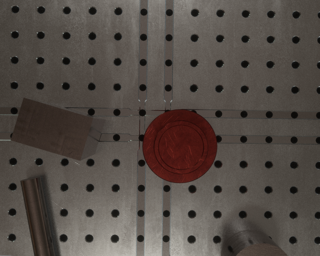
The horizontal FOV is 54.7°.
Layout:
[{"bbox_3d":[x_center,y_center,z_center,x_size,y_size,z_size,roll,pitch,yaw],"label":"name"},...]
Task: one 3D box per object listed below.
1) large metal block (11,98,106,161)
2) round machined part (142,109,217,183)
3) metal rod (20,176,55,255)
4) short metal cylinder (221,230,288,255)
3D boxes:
[{"bbox_3d":[-0.120,0.001,0.384,0.080,0.080,0.050,17,90,-1],"label":"large metal block"},{"bbox_3d":[0.026,0.024,0.405,0.099,0.042,0.097,0,90,-1],"label":"round machined part"},{"bbox_3d":[-0.145,0.214,0.411,0.025,0.025,0.298,-11,90,0],"label":"metal rod"},{"bbox_3d":[0.124,0.180,0.403,0.081,0.050,0.079,0,90,-1],"label":"short metal cylinder"}]
